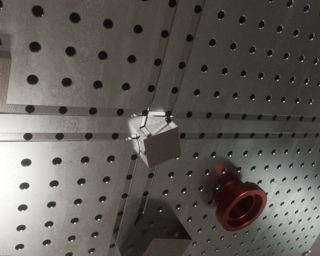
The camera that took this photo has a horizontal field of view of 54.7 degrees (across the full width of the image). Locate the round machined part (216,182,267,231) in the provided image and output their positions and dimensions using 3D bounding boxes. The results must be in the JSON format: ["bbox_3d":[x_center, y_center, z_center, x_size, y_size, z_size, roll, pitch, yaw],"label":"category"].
[{"bbox_3d":[0.143,0.138,0.566,0.099,0.042,0.097,-14,125,-21],"label":"round machined part"}]

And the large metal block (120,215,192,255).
[{"bbox_3d":[-0.007,0.195,0.514,0.081,0.050,0.080,17,109,-35],"label":"large metal block"}]

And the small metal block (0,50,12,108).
[{"bbox_3d":[-0.170,-0.049,0.289,0.050,0.025,0.050,5,116,-31],"label":"small metal block"}]

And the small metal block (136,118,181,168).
[{"bbox_3d":[-0.001,0.021,0.425,0.050,0.025,0.050,-21,127,-17],"label":"small metal block"}]
